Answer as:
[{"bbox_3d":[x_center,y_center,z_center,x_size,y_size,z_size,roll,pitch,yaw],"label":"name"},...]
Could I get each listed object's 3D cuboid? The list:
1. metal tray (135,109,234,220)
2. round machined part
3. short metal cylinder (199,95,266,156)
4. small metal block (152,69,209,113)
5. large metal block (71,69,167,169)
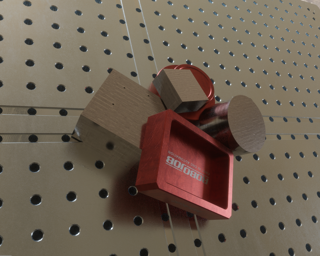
[{"bbox_3d":[0.036,0.047,0.359,0.130,0.030,0.090,31,55,-37],"label":"metal tray"},{"bbox_3d":[0.039,-0.054,0.451,0.099,0.042,0.098,14,56,-21],"label":"round machined part"},{"bbox_3d":[0.102,-0.001,0.433,0.081,0.050,0.080,13,68,-36],"label":"short metal cylinder"},{"bbox_3d":[0.026,-0.047,0.391,0.050,0.025,0.050,-9,63,-44],"label":"small metal block"},{"bbox_3d":[-0.046,-0.011,0.374,0.080,0.050,0.080,31,52,-8],"label":"large metal block"}]
